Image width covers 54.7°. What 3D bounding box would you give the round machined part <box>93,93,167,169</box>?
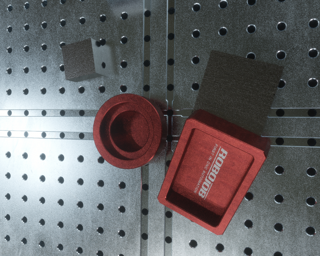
[{"bbox_3d":[-0.036,0.004,0.416,0.098,0.042,0.097,0,90,20],"label":"round machined part"}]

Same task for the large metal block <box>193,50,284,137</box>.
[{"bbox_3d":[0.092,-0.039,0.367,0.080,0.050,0.080,19,96,19],"label":"large metal block"}]

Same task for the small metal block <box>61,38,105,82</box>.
[{"bbox_3d":[-0.112,-0.098,0.452,0.050,0.025,0.050,-9,87,19],"label":"small metal block"}]

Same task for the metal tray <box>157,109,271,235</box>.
[{"bbox_3d":[0.057,0.054,0.361,0.090,0.030,0.129,26,122,14],"label":"metal tray"}]
